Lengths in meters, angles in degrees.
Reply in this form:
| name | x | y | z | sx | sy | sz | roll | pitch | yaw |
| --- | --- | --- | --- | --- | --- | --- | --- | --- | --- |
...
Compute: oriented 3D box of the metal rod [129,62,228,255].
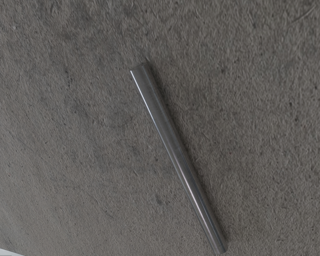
| name | x | y | z | sx | sy | sz | roll | pitch | yaw |
| --- | --- | --- | --- | --- | --- | --- | --- | --- | --- |
| metal rod | 0.033 | 0.054 | 0.423 | 0.025 | 0.025 | 0.299 | -12 | 113 | 33 |
